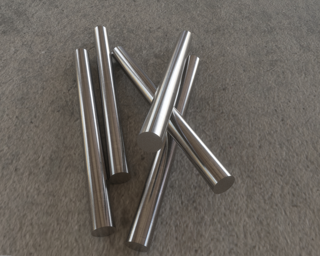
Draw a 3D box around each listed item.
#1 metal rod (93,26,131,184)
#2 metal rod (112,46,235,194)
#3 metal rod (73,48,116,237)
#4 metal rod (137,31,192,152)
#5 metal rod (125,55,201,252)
[{"bbox_3d":[-0.075,-0.055,0.448,0.025,0.025,0.300,-9,51,-8],"label":"metal rod"},{"bbox_3d":[-0.002,-0.033,0.403,0.025,0.025,0.300,-20,45,-16],"label":"metal rod"},{"bbox_3d":[-0.092,-0.006,0.407,0.025,0.025,0.300,-10,51,-9],"label":"metal rod"},{"bbox_3d":[0.017,-0.072,0.416,0.025,0.025,0.301,9,36,7],"label":"metal rod"},{"bbox_3d":[0.015,0.006,0.398,0.025,0.025,0.300,11,51,9],"label":"metal rod"}]
